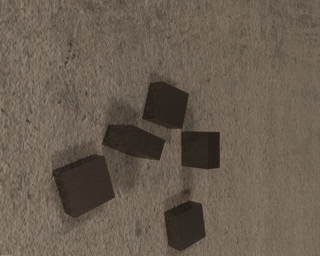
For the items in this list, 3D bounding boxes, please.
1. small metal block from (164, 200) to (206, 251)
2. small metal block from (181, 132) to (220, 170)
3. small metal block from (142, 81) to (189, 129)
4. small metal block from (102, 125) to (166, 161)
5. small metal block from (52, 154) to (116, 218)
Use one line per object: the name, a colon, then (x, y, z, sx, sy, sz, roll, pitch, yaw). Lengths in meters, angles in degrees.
small metal block: (0.036, 0.137, 0.438, 0.050, 0.025, 0.050, -13, 99, -40)
small metal block: (0.057, 0.030, 0.439, 0.025, 0.050, 0.050, -1, 91, -40)
small metal block: (0.008, -0.029, 0.414, 0.050, 0.025, 0.050, 20, 78, -39)
small metal block: (-0.031, 0.017, 0.364, 0.050, 0.050, 0.025, 27, 73, -37)
small metal block: (-0.082, 0.062, 0.338, 0.050, 0.025, 0.050, -22, 104, -38)
